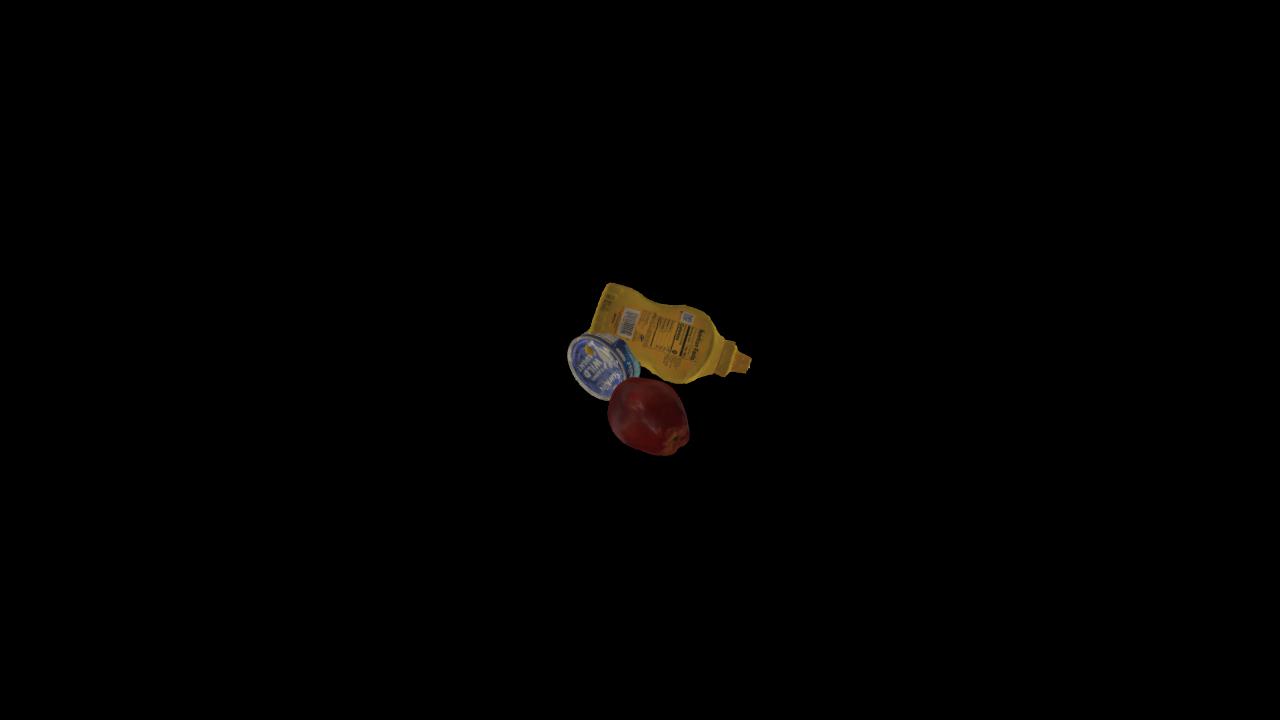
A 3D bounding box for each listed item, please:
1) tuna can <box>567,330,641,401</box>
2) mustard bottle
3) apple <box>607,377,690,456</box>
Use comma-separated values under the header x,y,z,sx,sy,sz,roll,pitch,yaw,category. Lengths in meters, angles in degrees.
x,y,z,sx,sy,sz,roll,pitch,yaw,category
-0.041,0.003,0.701,0.084,0.084,0.034,0,28,41,tuna can
0.037,-0.020,0.697,0.184,0.092,0.054,17,-17,4,mustard bottle
0.008,0.057,0.640,0.079,0.079,0.093,0,34,-42,apple
